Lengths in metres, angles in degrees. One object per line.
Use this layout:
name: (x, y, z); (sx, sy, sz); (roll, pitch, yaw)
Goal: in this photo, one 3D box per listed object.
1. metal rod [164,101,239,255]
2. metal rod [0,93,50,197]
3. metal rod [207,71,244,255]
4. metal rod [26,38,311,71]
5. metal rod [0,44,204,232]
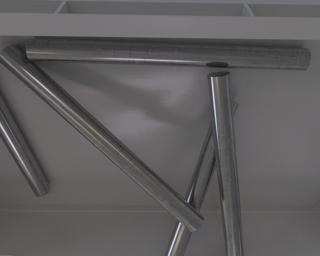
metal rod: (0.042, 0.105, 0.414); (0.025, 0.025, 0.298); (15, 102, -12)
metal rod: (-0.203, -0.014, 0.395); (0.025, 0.025, 0.298); (-5, 130, 4)
metal rod: (0.087, 0.079, 0.389); (0.025, 0.025, 0.298); (-7, 111, 6)
metal rod: (0.011, -0.080, 0.340); (0.302, 0.025, 0.025); (2, 130, -2)
metal rod: (-0.061, 0.019, 0.365); (0.300, 0.025, 0.025); (44, 119, -10)
